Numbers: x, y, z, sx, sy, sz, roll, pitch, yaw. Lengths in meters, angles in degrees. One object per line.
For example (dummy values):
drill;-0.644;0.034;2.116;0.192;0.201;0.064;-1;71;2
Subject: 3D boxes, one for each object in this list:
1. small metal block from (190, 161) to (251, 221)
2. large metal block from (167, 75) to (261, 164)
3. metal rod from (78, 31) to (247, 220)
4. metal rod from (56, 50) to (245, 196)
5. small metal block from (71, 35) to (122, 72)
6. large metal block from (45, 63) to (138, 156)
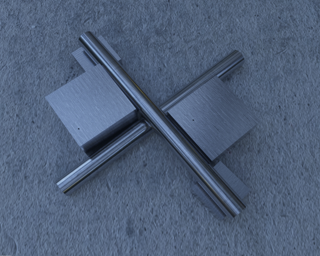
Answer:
small metal block;0.073;0.078;0.382;0.050;0.025;0.050;-41;75;-14
large metal block;0.066;-0.006;0.399;0.080;0.050;0.080;-37;74;-13
metal rod;-0.007;-0.014;0.387;0.025;0.025;0.300;-38;75;-13
metal rod;-0.004;-0.014;0.415;0.301;0.025;0.025;-37;74;-13
small metal block;-0.089;-0.097;0.445;0.050;0.025;0.050;-36;74;-12
large metal block;-0.085;-0.022;0.402;0.080;0.050;0.080;-35;74;-12
